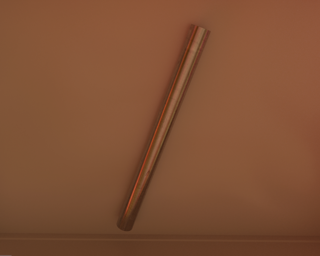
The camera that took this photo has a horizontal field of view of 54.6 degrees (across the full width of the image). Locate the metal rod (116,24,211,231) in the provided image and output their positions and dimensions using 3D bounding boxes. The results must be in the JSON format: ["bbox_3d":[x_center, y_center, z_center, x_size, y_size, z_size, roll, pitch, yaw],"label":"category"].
[{"bbox_3d":[-0.002,0.013,0.413,0.025,0.025,0.298,19,109,-7],"label":"metal rod"}]
